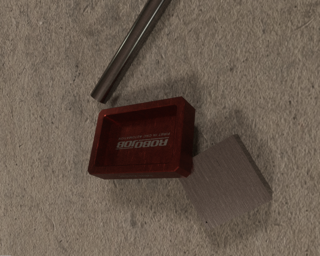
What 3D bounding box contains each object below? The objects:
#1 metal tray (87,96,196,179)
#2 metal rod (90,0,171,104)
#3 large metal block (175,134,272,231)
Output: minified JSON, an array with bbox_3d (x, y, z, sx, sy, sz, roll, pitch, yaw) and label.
[{"bbox_3d":[-0.024,0.016,0.383,0.130,0.030,0.090,-7,65,30],"label":"metal tray"},{"bbox_3d":[-0.005,-0.162,0.409,0.025,0.025,0.299,37,101,16],"label":"metal rod"},{"bbox_3d":[0.075,0.062,0.369,0.080,0.050,0.080,-32,80,17],"label":"large metal block"}]
